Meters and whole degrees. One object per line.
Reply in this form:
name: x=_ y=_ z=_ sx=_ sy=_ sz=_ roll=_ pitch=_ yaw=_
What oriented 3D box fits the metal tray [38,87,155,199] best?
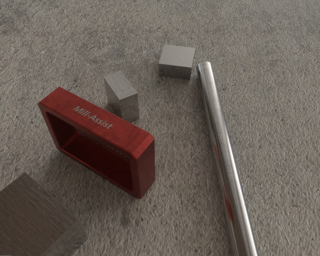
metal tray: x=-0.068 y=0.017 z=0.345 sx=0.130 sy=0.089 sz=0.030 roll=27 pitch=55 yaw=20

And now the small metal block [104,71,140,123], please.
small metal block: x=-0.052 y=-0.040 z=0.420 sx=0.025 sy=0.050 sz=0.050 roll=-24 pitch=54 yaw=-19

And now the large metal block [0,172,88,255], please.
large metal block: x=-0.131 y=0.104 z=0.298 sx=0.080 sy=0.050 sz=0.080 roll=32 pitch=57 yaw=23

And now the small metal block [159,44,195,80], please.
small metal block: x=0.027 y=-0.105 z=0.492 sx=0.050 sy=0.025 sz=0.050 roll=8 pitch=50 yaw=6

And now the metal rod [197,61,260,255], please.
metal rod: x=0.076 y=0.021 z=0.386 sx=0.025 sy=0.025 sz=0.300 roll=-2 pitch=50 yaw=-2
